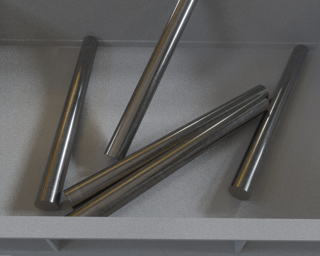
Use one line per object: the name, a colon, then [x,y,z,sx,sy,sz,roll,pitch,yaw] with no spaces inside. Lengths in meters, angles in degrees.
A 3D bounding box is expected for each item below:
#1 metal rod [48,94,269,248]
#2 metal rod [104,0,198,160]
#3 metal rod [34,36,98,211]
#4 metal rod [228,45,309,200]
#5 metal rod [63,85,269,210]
metal rod: [0.015,0.038,0.364,0.302,0.025,0.025,-31,57,-20]
metal rod: [0.003,-0.097,0.408,0.025,0.025,0.299,21,77,16]
metal rod: [-0.120,-0.031,0.429,0.025,0.025,0.300,1,50,0]
metal rod: [0.161,-0.027,0.430,0.025,0.025,0.301,23,54,18]
metal rod: [0.024,0.014,0.393,0.302,0.025,0.025,-28,56,-22]
